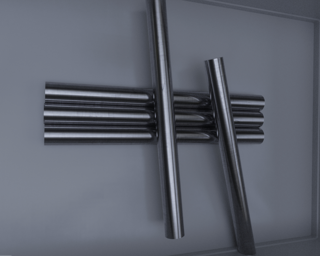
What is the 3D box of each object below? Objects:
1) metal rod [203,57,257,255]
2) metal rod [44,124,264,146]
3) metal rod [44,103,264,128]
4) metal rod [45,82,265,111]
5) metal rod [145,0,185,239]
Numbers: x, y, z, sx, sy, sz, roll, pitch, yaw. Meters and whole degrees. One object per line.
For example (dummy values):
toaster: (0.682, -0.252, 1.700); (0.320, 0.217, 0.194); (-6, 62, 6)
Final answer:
metal rod: (0.100, 0.054, 0.426); (0.025, 0.025, 0.298); (-17, 103, -20)
metal rod: (0.007, 0.010, 0.413); (0.303, 0.025, 0.025); (1, 90, -21)
metal rod: (0.007, -0.015, 0.413); (0.303, 0.025, 0.025); (1, 90, -21)
metal rod: (0.008, -0.040, 0.413); (0.303, 0.025, 0.025); (1, 90, -21)
metal rod: (0.007, -0.013, 0.386); (0.025, 0.025, 0.298); (-5, 92, -20)
